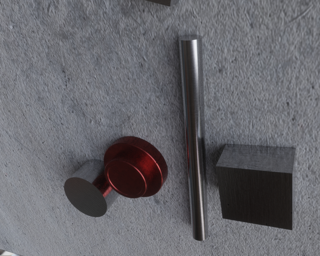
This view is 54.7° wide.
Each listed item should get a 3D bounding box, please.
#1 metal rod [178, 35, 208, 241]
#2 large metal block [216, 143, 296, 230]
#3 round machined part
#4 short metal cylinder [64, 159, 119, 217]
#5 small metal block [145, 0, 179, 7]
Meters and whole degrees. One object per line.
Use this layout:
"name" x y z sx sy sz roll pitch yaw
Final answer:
"metal rod" 0.047 0.033 0.401 0.025 0.025 0.298 8 122 24
"large metal block" 0.117 0.068 0.370 0.080 0.050 0.079 2 120 26
"round machined part" -0.042 0.064 0.456 0.098 0.042 0.097 13 124 20
"short metal cylinder" -0.107 0.098 0.505 0.080 0.050 0.079 13 124 20
"small metal block" -0.004 -0.156 0.312 0.050 0.025 0.050 21 126 15
